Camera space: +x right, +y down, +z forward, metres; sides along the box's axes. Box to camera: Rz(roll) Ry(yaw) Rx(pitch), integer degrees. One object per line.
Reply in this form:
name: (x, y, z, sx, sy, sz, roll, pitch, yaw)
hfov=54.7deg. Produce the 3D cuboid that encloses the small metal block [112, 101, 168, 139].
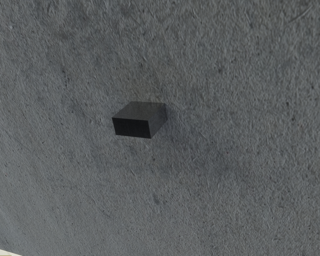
small metal block: (-0.025, -0.012, 0.396, 0.050, 0.050, 0.025, 5, 121, 25)
